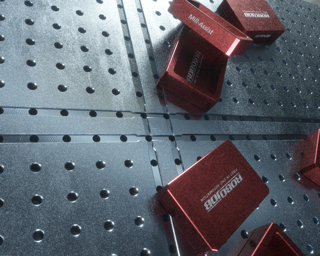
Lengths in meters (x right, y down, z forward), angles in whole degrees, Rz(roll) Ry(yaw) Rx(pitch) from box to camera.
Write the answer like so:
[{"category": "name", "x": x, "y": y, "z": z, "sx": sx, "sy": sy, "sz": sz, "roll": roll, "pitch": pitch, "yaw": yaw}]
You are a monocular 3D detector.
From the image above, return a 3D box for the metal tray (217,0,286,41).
[{"category": "metal tray", "x": 0.191, "y": -0.226, "z": 0.644, "sx": 0.131, "sy": 0.030, "sz": 0.090, "roll": -13, "pitch": 68, "yaw": -33}]

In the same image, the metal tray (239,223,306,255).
[{"category": "metal tray", "x": 0.152, "y": 0.192, "z": 0.368, "sx": 0.130, "sy": 0.030, "sz": 0.091, "roll": 49, "pitch": 51, "yaw": 6}]

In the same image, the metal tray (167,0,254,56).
[{"category": "metal tray", "x": 0.086, "y": -0.171, "z": 0.519, "sx": 0.130, "sy": 0.030, "sz": 0.091, "roll": 42, "pitch": 29, "yaw": 15}]

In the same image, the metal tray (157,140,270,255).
[{"category": "metal tray", "x": 0.071, "y": 0.082, "z": 0.393, "sx": 0.131, "sy": 0.030, "sz": 0.090, "roll": -30, "pitch": 78, "yaw": -38}]

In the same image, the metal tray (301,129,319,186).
[{"category": "metal tray", "x": 0.303, "y": 0.072, "z": 0.523, "sx": 0.130, "sy": 0.030, "sz": 0.090, "roll": 35, "pitch": 51, "yaw": -5}]

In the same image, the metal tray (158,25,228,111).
[{"category": "metal tray", "x": 0.058, "y": -0.099, "z": 0.495, "sx": 0.090, "sy": 0.030, "sz": 0.130, "roll": 27, "pitch": 52, "yaw": -11}]
